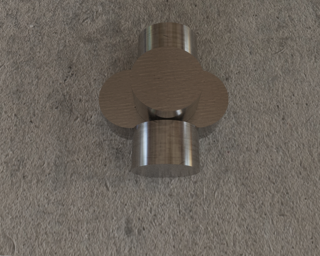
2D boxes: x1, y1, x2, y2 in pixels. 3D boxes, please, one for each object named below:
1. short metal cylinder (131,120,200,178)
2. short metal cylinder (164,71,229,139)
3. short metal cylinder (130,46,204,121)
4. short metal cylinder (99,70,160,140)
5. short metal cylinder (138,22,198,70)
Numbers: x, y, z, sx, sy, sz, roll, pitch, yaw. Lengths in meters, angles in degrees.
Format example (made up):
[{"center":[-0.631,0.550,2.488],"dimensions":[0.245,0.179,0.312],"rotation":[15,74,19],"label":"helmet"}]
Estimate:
[{"center":[0.007,0.028,0.371],"dimensions":[0.081,0.080,0.050],"rotation":[0,70,0],"label":"short metal cylinder"},{"center":[0.045,-0.030,0.407],"dimensions":[0.081,0.050,0.080],"rotation":[0,70,0],"label":"short metal cylinder"},{"center":[0.008,-0.046,0.359],"dimensions":[0.081,0.050,0.080],"rotation":[0,70,0],"label":"short metal cylinder"},{"center":[-0.035,-0.029,0.406],"dimensions":[0.081,0.050,0.080],"rotation":[0,70,0],"label":"short metal cylinder"},{"center":[0.010,-0.095,0.416],"dimensions":[0.081,0.080,0.050],"rotation":[0,70,-1],"label":"short metal cylinder"}]
